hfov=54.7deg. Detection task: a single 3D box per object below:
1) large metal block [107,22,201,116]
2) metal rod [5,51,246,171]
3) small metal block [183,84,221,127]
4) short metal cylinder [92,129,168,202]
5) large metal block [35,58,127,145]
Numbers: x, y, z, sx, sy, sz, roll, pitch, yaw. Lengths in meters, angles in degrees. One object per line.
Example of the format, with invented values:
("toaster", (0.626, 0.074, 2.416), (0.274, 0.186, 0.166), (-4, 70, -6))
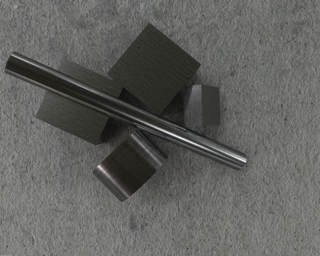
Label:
("large metal block", (-0.007, -0.071, 0.396), (0.080, 0.050, 0.080), (39, 90, 0))
("metal rod", (-0.026, -0.012, 0.370), (0.302, 0.025, 0.025), (23, 90, -17))
("small metal block", (0.054, -0.028, 0.397), (0.025, 0.050, 0.050), (-2, 90, 36))
("short metal cylinder", (-0.036, 0.045, 0.383), (0.080, 0.080, 0.050), (-44, 90, 0))
("large metal block", (-0.097, -0.032, 0.398), (0.080, 0.050, 0.080), (25, 90, 0))
